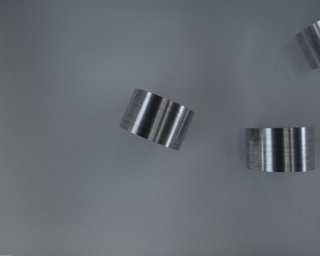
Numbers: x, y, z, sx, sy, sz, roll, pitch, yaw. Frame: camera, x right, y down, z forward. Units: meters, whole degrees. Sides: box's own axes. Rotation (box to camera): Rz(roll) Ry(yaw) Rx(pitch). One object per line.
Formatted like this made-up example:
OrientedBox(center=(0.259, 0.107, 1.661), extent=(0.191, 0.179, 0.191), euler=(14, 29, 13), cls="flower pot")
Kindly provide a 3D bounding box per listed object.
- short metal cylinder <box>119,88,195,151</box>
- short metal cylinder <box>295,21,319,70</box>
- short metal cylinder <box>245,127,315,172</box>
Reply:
OrientedBox(center=(-0.004, -0.010, 0.384), extent=(0.080, 0.080, 0.050), euler=(22, 90, -1), cls="short metal cylinder")
OrientedBox(center=(0.220, -0.114, 0.387), extent=(0.080, 0.080, 0.050), euler=(-26, 90, 0), cls="short metal cylinder")
OrientedBox(center=(0.148, 0.024, 0.386), extent=(0.081, 0.080, 0.050), euler=(-1, 90, -1), cls="short metal cylinder")
